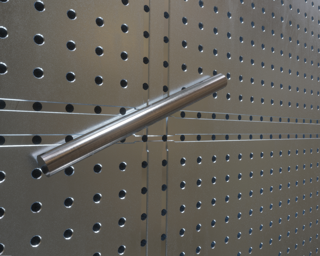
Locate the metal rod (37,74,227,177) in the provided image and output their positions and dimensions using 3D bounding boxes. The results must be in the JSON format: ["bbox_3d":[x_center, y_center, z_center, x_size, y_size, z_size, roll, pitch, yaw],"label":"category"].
[{"bbox_3d":[-0.010,-0.018,0.402,0.302,0.025,0.025,-28,108,-37],"label":"metal rod"}]
